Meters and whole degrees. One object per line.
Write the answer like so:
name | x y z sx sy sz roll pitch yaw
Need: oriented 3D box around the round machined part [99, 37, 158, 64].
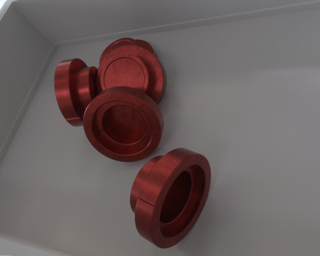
round machined part | -0.055 -0.103 0.487 0.098 0.042 0.098 -13 56 21

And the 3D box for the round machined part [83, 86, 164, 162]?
round machined part | -0.043 -0.008 0.397 0.098 0.098 0.042 -17 24 18

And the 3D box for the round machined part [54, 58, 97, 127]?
round machined part | -0.109 -0.053 0.450 0.042 0.098 0.098 -8 58 10

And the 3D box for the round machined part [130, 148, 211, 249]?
round machined part | 0.008 0.066 0.314 0.042 0.098 0.098 19 72 35

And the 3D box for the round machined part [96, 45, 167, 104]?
round machined part | -0.043 -0.066 0.428 0.098 0.042 0.097 1 93 12
